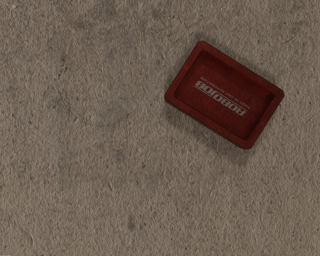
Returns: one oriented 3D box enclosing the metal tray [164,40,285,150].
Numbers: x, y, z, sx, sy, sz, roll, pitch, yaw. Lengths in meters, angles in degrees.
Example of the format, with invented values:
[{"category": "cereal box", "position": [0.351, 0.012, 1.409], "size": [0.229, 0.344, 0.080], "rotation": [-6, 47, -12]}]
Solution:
[{"category": "metal tray", "position": [0.082, -0.042, 0.408], "size": [0.130, 0.030, 0.090], "rotation": [32, 90, -1]}]
